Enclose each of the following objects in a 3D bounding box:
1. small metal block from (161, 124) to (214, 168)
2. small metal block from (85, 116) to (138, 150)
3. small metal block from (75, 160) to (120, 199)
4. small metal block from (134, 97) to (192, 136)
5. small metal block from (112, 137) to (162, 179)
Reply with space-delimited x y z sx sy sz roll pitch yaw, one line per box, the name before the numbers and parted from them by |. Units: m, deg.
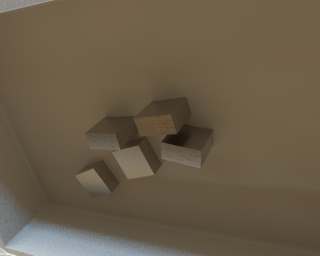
small metal block | 0.035 0.020 0.386 0.050 0.050 0.025 12 123 21
small metal block | -0.066 0.006 0.429 0.050 0.050 0.025 1 119 27
small metal block | -0.104 0.086 0.514 0.050 0.025 0.050 -23 106 36
small metal block | 0.004 -0.014 0.380 0.050 0.050 0.025 -5 116 30
small metal block | -0.034 0.044 0.452 0.050 0.025 0.050 -15 111 34
